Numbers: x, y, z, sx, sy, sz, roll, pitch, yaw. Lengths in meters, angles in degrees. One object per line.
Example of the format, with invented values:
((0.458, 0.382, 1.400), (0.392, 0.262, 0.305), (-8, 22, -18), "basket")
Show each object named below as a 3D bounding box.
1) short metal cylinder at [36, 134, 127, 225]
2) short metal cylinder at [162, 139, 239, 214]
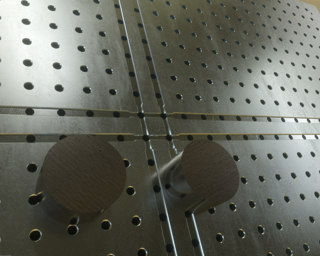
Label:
((-0.081, 0.053, 0.317), (0.081, 0.050, 0.080), (14, 56, -21), "short metal cylinder")
((0.050, 0.060, 0.384), (0.081, 0.050, 0.080), (14, 56, -21), "short metal cylinder")
